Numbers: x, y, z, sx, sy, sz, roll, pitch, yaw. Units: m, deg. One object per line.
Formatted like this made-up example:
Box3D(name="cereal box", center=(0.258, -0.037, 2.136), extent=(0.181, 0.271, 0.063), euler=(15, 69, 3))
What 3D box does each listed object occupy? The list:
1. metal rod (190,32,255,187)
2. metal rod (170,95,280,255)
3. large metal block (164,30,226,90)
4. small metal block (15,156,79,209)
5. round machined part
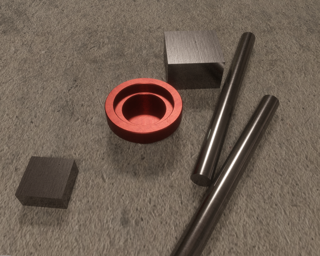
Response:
Box3D(name="metal rod", center=(0.099, -0.048, 0.444), extent=(0.025, 0.025, 0.301), euler=(16, 52, 13))
Box3D(name="metal rod", center=(0.076, 0.060, 0.353), extent=(0.025, 0.025, 0.301), euler=(26, 54, 20))
Box3D(name="large metal block", center=(0.049, -0.105, 0.476), extent=(0.081, 0.050, 0.080), euler=(-2, 50, -3))
Box3D(name="small metal block", center=(-0.126, 0.061, 0.350), extent=(0.050, 0.025, 0.050), euler=(4, 50, 3))
Box3D(name="round machined part", center=(-0.021, -0.018, 0.407), extent=(0.099, 0.042, 0.098), euler=(0, 50, 0))
